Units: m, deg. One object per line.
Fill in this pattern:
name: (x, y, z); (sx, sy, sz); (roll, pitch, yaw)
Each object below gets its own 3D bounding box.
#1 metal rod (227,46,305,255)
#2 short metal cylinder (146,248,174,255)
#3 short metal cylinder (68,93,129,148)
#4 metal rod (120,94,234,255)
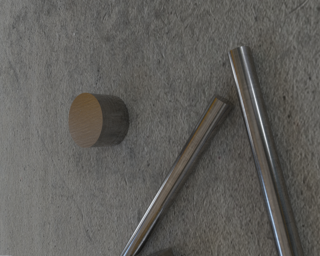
metal rod: (0.114, 0.062, 0.310); (0.025, 0.025, 0.299); (-19, 78, 38)
short metal cylinder: (-0.014, 0.187, 0.381); (0.080, 0.081, 0.050); (-34, 69, 35)
short metal cylinder: (-0.093, -0.011, 0.465); (0.080, 0.050, 0.079); (0, 90, 40)
metal rod: (0.005, 0.091, 0.400); (0.025, 0.025, 0.298); (42, 115, 32)
